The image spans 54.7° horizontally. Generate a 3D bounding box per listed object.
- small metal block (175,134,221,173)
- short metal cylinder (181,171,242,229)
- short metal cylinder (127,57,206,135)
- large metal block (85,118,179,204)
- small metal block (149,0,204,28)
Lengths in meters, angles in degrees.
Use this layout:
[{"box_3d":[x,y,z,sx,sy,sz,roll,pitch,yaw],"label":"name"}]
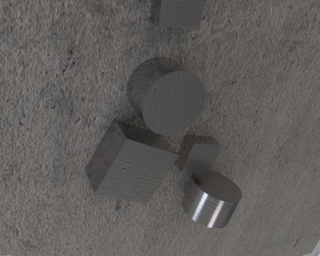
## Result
[{"box_3d":[0.056,0.039,0.462,0.050,0.025,0.050,6,116,-31],"label":"small metal block"},{"box_3d":[0.080,0.109,0.482,0.081,0.080,0.050,6,116,-31],"label":"short metal cylinder"},{"box_3d":[0.007,-0.039,0.370,0.081,0.050,0.079,-14,124,-21],"label":"short metal cylinder"},{"box_3d":[-0.037,0.044,0.398,0.080,0.050,0.080,21,107,-36],"label":"large metal block"},{"box_3d":[0.019,-0.136,0.333,0.050,0.025,0.050,-7,122,-25],"label":"small metal block"}]
